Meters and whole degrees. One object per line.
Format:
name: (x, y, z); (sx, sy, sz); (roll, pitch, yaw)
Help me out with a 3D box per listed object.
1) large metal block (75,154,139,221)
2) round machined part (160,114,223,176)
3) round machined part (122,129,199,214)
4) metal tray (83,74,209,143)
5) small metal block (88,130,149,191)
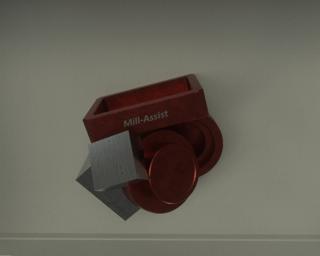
large metal block: (-0.052, 0.057, 0.401); (0.050, 0.080, 0.080); (-42, 105, 14)
round machined part: (0.030, 0.016, 0.408); (0.099, 0.042, 0.097); (0, 110, -1)
round machined part: (0.006, 0.050, 0.357); (0.099, 0.042, 0.097); (1, 88, -33)
metal tray: (-0.015, -0.026, 0.365); (0.131, 0.090, 0.030); (-14, 110, 4)
small metal block: (-0.044, 0.036, 0.324); (0.050, 0.025, 0.050); (-19, 71, 19)
